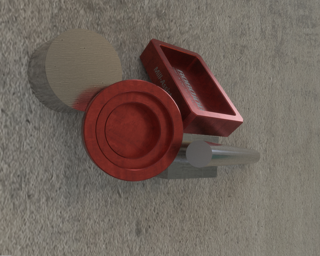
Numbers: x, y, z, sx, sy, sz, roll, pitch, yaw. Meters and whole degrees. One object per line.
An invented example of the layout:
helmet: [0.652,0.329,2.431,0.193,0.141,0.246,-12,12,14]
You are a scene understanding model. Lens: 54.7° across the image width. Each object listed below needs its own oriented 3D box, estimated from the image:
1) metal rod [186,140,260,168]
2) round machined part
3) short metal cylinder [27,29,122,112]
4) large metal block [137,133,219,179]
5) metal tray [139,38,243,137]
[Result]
metal rod: [0.101,0.037,0.416,0.301,0.025,0.025,12,82,-64]
round machined part: [-0.030,0.002,0.314,0.099,0.042,0.097,0,89,-20]
short metal cylinder: [-0.087,-0.056,0.318,0.081,0.050,0.079,0,90,-40]
large metal block: [0.014,0.032,0.384,0.081,0.080,0.050,6,87,-40]
metal tray: [0.038,-0.050,0.387,0.091,0.030,0.130,6,47,-40]
